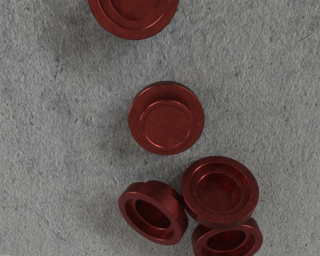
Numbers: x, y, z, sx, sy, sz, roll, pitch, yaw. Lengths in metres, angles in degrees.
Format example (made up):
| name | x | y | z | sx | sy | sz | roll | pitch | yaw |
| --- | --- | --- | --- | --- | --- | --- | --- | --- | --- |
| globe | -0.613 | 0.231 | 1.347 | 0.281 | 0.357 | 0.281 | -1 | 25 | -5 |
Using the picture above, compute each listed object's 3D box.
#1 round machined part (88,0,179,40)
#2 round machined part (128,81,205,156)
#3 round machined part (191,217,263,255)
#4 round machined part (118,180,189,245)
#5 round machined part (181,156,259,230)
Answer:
| name | x | y | z | sx | sy | sz | roll | pitch | yaw |
| --- | --- | --- | --- | --- | --- | --- | --- | --- | --- |
| round machined part | -0.028 | -0.150 | 0.345 | 0.099 | 0.042 | 0.097 | 0 | 110 | 0 |
| round machined part | 0.008 | -0.008 | 0.398 | 0.099 | 0.042 | 0.097 | 0 | 110 | 0 |
| round machined part | 0.094 | 0.153 | 0.449 | 0.099 | 0.042 | 0.097 | -3 | 126 | -4 |
| round machined part | -0.005 | 0.111 | 0.425 | 0.098 | 0.042 | 0.097 | 19 | 132 | 23 |
| round machined part | 0.077 | 0.088 | 0.411 | 0.099 | 0.098 | 0.042 | -1 | 139 | 0 |
